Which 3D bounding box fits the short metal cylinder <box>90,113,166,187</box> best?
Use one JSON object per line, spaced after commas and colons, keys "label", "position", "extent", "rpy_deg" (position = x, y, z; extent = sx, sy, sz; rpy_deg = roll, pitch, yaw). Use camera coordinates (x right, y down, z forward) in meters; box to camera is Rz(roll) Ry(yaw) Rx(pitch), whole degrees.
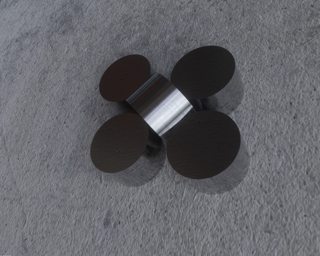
{"label": "short metal cylinder", "position": [-0.039, 0.028, 0.390], "extent": [0.080, 0.050, 0.080], "rpy_deg": [-13, 56, 20]}

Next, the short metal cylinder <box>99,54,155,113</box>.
{"label": "short metal cylinder", "position": [-0.039, -0.058, 0.442], "extent": [0.080, 0.050, 0.080], "rpy_deg": [-13, 56, 20]}

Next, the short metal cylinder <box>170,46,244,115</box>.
{"label": "short metal cylinder", "position": [0.060, -0.056, 0.389], "extent": [0.080, 0.050, 0.080], "rpy_deg": [-13, 56, 20]}

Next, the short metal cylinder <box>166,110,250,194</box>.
{"label": "short metal cylinder", "position": [0.054, 0.027, 0.342], "extent": [0.080, 0.050, 0.080], "rpy_deg": [-13, 56, 20]}

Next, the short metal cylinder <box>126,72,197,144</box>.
{"label": "short metal cylinder", "position": [0.004, -0.022, 0.381], "extent": [0.050, 0.080, 0.080], "rpy_deg": [-43, 51, -1]}
